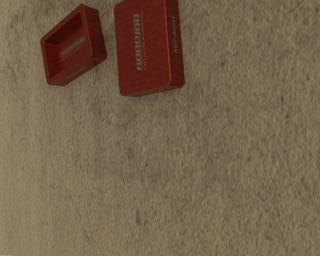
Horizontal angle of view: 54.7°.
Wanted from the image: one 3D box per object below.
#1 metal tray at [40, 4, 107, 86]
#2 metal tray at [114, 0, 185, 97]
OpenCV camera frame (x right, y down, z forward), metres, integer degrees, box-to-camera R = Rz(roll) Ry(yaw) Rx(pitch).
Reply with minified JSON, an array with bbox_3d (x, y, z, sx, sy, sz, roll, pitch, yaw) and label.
[{"bbox_3d":[-0.149,-0.134,0.521,0.130,0.030,0.090,-20,77,37],"label":"metal tray"},{"bbox_3d":[-0.017,-0.112,0.414,0.090,0.030,0.129,-7,85,39],"label":"metal tray"}]
